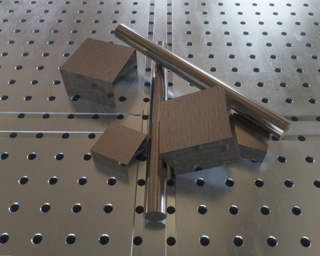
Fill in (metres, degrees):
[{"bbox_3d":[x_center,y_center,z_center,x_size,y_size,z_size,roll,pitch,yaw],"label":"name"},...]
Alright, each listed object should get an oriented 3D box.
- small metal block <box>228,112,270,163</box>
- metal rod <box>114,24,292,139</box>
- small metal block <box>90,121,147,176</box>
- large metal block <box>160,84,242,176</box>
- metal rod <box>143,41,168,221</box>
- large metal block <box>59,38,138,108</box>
[{"bbox_3d":[0.112,0.012,0.398,0.050,0.025,0.050,15,52,12],"label":"small metal block"},{"bbox_3d":[0.044,-0.077,0.439,0.300,0.025,0.025,37,59,26],"label":"metal rod"},{"bbox_3d":[-0.050,0.025,0.386,0.050,0.025,0.050,20,53,16],"label":"small metal block"},{"bbox_3d":[0.047,0.003,0.372,0.080,0.050,0.080,-14,48,17],"label":"large metal block"},{"bbox_3d":[-0.002,-0.021,0.424,0.025,0.025,0.300,1,50,1],"label":"metal rod"},{"bbox_3d":[-0.087,-0.083,0.461,0.080,0.050,0.080,16,52,13],"label":"large metal block"}]
